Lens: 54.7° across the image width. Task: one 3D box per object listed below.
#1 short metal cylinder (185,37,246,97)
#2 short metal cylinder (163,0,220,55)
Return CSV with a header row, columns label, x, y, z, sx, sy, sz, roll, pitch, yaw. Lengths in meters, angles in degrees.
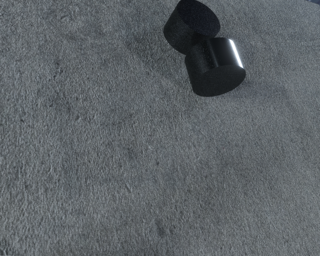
label,x,y,z,sx,sy,sz,roll,pitch,yaw
short metal cylinder,0.082,-0.090,0.467,0.081,0.080,0.050,2,61,-28
short metal cylinder,0.053,-0.168,0.518,0.081,0.050,0.080,14,56,-21
